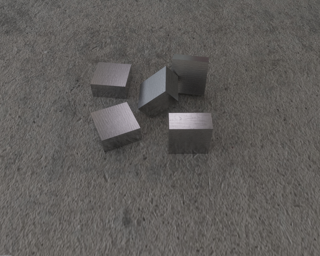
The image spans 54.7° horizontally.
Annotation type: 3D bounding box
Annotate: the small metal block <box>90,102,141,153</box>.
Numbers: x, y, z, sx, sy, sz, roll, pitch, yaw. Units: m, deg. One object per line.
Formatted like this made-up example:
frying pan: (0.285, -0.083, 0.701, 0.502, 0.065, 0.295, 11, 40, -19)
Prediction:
small metal block: (-0.057, -0.002, 0.404, 0.050, 0.025, 0.050, -19, 53, -15)

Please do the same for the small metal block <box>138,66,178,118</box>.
small metal block: (-0.002, -0.049, 0.427, 0.050, 0.025, 0.050, -30, 41, 32)

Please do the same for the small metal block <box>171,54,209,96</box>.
small metal block: (0.042, -0.077, 0.448, 0.050, 0.050, 0.025, 7, 30, 5)

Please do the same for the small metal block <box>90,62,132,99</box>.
small metal block: (-0.071, -0.071, 0.462, 0.050, 0.025, 0.050, 5, 50, 4)

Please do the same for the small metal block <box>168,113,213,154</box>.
small metal block: (0.036, 0.007, 0.381, 0.050, 0.050, 0.025, 0, 50, 0)
